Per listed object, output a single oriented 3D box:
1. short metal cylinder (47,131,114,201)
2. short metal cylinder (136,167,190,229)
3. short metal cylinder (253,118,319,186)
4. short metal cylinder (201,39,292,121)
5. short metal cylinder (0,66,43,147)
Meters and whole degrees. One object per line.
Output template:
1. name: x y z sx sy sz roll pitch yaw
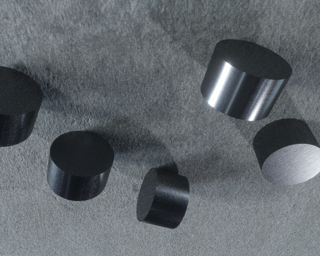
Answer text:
1. short metal cylinder: -0.106 0.049 0.411 0.081 0.080 0.050 13 129 -12
2. short metal cylinder: 0.003 0.104 0.460 0.050 0.080 0.079 18 128 -15
3. short metal cylinder: 0.173 0.033 0.422 0.081 0.050 0.079 0 130 0
4. short metal cylinder: 0.089 -0.052 0.328 0.081 0.080 0.050 9 129 -9
5. short metal cylinder: -0.179 -0.025 0.347 0.080 0.080 0.050 21 127 -17
